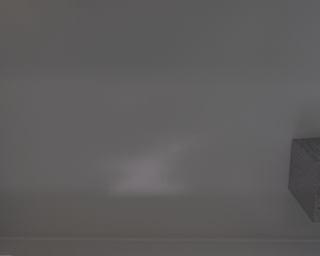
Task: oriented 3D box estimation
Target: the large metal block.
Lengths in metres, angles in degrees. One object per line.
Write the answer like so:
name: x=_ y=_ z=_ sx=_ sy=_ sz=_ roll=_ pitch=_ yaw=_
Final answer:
large metal block: x=0.212 y=0.065 z=0.408 sx=0.050 sy=0.080 sz=0.079 roll=-4 pitch=110 yaw=1
